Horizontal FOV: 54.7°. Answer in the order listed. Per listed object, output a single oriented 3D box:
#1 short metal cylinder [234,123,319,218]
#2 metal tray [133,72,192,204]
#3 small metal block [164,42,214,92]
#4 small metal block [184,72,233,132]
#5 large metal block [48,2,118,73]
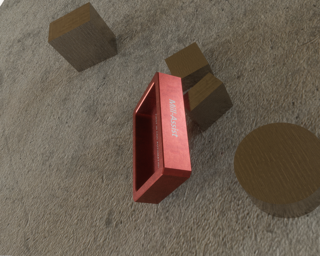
[{"bbox_3d":[0.118,0.041,0.301,0.080,0.050,0.080,-13,56,21],"label":"short metal cylinder"},{"bbox_3d":[-0.003,0.012,0.361,0.089,0.030,0.130,127,147,-50],"label":"metal tray"},{"bbox_3d":[0.040,-0.086,0.435,0.050,0.025,0.050,-28,52,10],"label":"small metal block"},{"bbox_3d":[0.057,-0.030,0.377,0.050,0.050,0.025,-42,51,-1],"label":"small metal block"},{"bbox_3d":[-0.130,-0.153,0.531,0.080,0.080,0.050,-22,54,15],"label":"large metal block"}]
